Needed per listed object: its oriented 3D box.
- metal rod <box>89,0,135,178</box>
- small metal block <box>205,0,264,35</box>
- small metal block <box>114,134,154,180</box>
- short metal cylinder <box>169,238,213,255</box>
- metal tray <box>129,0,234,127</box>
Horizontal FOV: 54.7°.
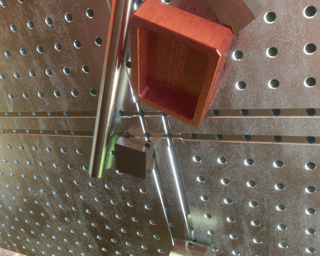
[{"bbox_3d":[-0.070,-0.042,0.420,0.025,0.025,0.298,26,127,12],"label":"metal rod"},{"bbox_3d":[0.067,-0.118,0.286,0.025,0.050,0.050,-34,100,37],"label":"small metal block"},{"bbox_3d":[-0.037,0.043,0.456,0.050,0.025,0.050,15,125,19],"label":"small metal block"},{"bbox_3d":[0.048,0.220,0.485,0.050,0.080,0.079,6,121,25],"label":"short metal cylinder"},{"bbox_3d":[0.016,-0.061,0.327,0.090,0.030,0.129,26,152,11],"label":"metal tray"}]
